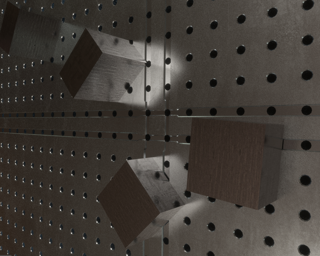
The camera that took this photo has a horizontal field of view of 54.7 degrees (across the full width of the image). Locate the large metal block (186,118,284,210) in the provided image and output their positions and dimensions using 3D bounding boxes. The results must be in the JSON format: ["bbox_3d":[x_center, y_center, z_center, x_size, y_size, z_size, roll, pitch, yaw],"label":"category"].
[{"bbox_3d":[0.078,0.032,0.327,0.080,0.050,0.079,7,95,39],"label":"large metal block"}]

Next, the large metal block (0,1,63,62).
[{"bbox_3d":[-0.236,-0.174,0.565,0.050,0.081,0.079,37,113,33],"label":"large metal block"}]

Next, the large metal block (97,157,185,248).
[{"bbox_3d":[-0.027,0.097,0.414,0.080,0.050,0.080,-51,60,27],"label":"large metal block"}]

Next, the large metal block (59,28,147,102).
[{"bbox_3d":[-0.080,-0.084,0.437,0.080,0.081,0.050,-49,61,29],"label":"large metal block"}]
